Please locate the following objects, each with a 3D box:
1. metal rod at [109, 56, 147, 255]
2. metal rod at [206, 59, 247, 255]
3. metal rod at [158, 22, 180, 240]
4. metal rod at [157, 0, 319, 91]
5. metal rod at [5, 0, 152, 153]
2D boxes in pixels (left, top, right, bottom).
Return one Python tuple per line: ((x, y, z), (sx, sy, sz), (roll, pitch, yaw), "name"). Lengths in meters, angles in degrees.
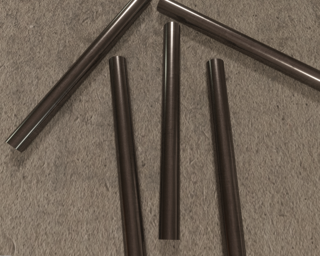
((-0.042, 0.043, 0.391), (0.025, 0.025, 0.299), (-7, 70, -3), "metal rod")
((0.083, 0.048, 0.391), (0.025, 0.025, 0.299), (-2, 70, -1), "metal rod")
((0.014, -0.010, 0.412), (0.025, 0.025, 0.299), (1, 70, 0), "metal rod")
((0.131, -0.119, 0.453), (0.301, 0.025, 0.025), (30, 73, 10), "metal rod")
((-0.104, -0.092, 0.440), (0.025, 0.025, 0.300), (32, 73, 11), "metal rod")
